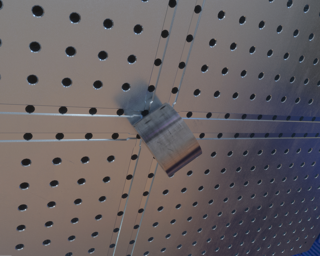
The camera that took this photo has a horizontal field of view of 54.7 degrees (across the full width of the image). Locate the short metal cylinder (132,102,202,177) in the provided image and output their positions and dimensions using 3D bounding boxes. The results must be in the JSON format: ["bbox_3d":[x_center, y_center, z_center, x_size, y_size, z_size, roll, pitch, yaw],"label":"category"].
[{"bbox_3d":[0.008,0.015,0.390,0.050,0.080,0.080,-35,129,-6],"label":"short metal cylinder"}]
